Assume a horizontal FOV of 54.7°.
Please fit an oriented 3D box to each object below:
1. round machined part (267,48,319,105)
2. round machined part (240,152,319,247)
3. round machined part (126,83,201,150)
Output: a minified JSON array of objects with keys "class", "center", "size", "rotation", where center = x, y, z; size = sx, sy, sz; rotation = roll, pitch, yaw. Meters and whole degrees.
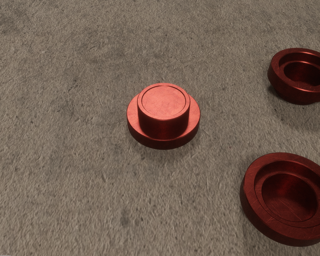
[{"class":"round machined part","center":[0.208,-0.072,0.455],"size":[0.099,0.042,0.098],"rotation":[0,50,0]},{"class":"round machined part","center":[0.134,0.077,0.329],"size":[0.099,0.042,0.098],"rotation":[0,50,0]},{"class":"round machined part","center":[0.005,-0.022,0.411],"size":[0.099,0.042,0.098],"rotation":[0,50,0]}]
